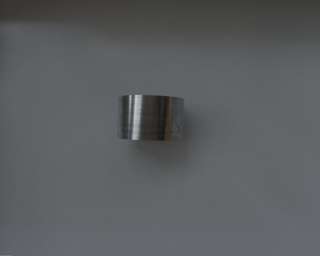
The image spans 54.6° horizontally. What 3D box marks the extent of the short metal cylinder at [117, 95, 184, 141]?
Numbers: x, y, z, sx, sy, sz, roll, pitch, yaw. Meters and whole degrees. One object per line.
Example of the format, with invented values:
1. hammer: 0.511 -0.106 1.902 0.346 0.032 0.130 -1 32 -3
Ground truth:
1. short metal cylinder: -0.011 -0.011 0.381 0.080 0.080 0.050 2 90 0
